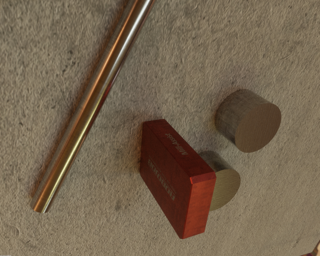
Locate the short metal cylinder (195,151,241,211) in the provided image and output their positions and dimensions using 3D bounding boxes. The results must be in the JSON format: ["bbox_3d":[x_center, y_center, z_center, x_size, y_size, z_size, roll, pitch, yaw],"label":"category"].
[{"bbox_3d":[0.078,0.083,0.484,0.081,0.050,0.079,-14,124,-21],"label":"short metal cylinder"}]

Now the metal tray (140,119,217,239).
[{"bbox_3d":[0.015,0.057,0.382,0.030,0.130,0.089,-9,122,-24],"label":"metal tray"}]

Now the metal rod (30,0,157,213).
[{"bbox_3d":[-0.077,-0.028,0.347,0.025,0.025,0.298,19,108,-36],"label":"metal rod"}]

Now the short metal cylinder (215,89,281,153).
[{"bbox_3d":[0.128,-0.011,0.454,0.081,0.050,0.079,-14,124,-21],"label":"short metal cylinder"}]
